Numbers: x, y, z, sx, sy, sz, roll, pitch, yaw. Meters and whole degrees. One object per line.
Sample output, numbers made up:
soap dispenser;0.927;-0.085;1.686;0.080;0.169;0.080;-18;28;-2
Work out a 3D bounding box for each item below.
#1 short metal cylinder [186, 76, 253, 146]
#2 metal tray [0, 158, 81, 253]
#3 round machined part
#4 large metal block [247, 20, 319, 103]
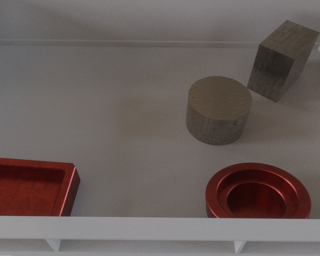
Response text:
short metal cylinder;0.076;-0.023;0.410;0.081;0.050;0.080;0;50;0
metal tray;-0.163;0.079;0.333;0.131;0.030;0.090;4;50;3
round machined part;0.096;0.082;0.314;0.099;0.042;0.098;-5;33;3
large metal block;0.178;-0.097;0.454;0.050;0.080;0.080;34;58;24
